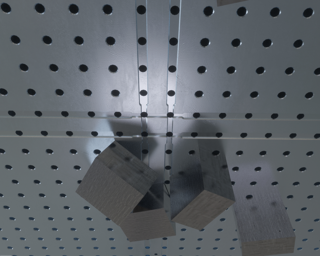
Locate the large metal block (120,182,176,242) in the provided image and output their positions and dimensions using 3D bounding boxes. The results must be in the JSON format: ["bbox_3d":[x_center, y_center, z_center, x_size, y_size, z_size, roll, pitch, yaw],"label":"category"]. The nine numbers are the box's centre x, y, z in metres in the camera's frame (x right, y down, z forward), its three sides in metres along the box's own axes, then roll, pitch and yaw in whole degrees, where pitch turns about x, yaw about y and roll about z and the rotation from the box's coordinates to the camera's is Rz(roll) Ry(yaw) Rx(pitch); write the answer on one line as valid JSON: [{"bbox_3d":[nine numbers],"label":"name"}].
[{"bbox_3d":[-0.023,0.141,0.515,0.080,0.050,0.080,-12,129,9],"label":"large metal block"}]

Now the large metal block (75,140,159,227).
[{"bbox_3d":[-0.061,0.079,0.442,0.080,0.050,0.080,37,124,3],"label":"large metal block"}]

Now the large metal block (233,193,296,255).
[{"bbox_3d":[0.168,0.161,0.513,0.080,0.080,0.050,-9,130,7],"label":"large metal block"}]

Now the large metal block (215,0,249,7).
[{"bbox_3d":[0.061,-0.154,0.245,0.050,0.080,0.080,-10,130,8],"label":"large metal block"}]

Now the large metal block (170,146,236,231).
[{"bbox_3d":[0.057,0.087,0.450,0.050,0.080,0.080,24,126,-19],"label":"large metal block"}]
